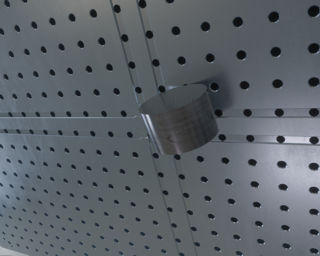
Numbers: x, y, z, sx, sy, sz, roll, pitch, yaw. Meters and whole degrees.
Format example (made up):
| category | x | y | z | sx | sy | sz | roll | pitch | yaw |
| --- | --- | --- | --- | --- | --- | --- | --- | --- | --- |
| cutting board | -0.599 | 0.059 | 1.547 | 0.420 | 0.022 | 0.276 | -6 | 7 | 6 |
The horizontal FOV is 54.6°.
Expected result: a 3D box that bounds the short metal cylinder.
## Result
| category | x | y | z | sx | sy | sz | roll | pitch | yaw |
| --- | --- | --- | --- | --- | --- | --- | --- | --- | --- |
| short metal cylinder | 0.022 | -0.012 | 0.357 | 0.080 | 0.080 | 0.050 | -7 | 115 | 31 |
